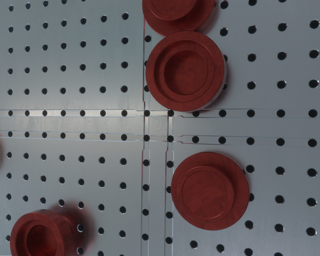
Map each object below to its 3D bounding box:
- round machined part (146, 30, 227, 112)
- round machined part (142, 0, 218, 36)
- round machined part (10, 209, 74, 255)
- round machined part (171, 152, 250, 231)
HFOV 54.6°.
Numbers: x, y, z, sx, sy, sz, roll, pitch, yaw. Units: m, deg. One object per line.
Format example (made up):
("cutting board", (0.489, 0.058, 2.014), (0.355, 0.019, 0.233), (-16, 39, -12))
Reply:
("round machined part", (0.035, -0.069, 0.392), (0.098, 0.042, 0.097), (0, 90, 20))
("round machined part", (0.022, -0.165, 0.396), (0.098, 0.042, 0.097), (0, 90, 20))
("round machined part", (-0.171, 0.170, 0.465), (0.098, 0.042, 0.097), (0, 90, 20))
("round machined part", (0.060, 0.078, 0.383), (0.098, 0.042, 0.097), (0, 90, 20))
